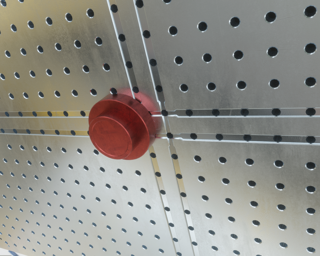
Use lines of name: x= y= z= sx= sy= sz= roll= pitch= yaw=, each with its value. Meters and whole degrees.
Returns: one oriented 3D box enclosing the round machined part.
round machined part: x=-0.059 y=0.005 z=0.433 sx=0.098 sy=0.042 sz=0.097 roll=13 pitch=124 yaw=20
